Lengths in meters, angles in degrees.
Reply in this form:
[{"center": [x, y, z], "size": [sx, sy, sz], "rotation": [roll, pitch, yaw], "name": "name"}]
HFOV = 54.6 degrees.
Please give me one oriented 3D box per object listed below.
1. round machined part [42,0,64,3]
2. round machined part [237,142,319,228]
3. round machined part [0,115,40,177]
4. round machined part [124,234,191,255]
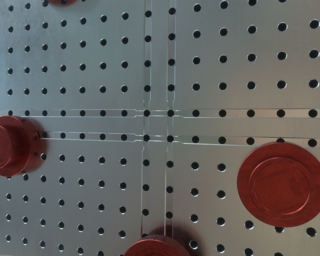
[{"center": [-0.169, -0.244, 0.464], "size": [0.098, 0.042, 0.097], "rotation": [0, 90, 20], "name": "round machined part"}, {"center": [0.138, 0.066, 0.355], "size": [0.098, 0.042, 0.097], "rotation": [0, 90, 20], "name": "round machined part"}, {"center": [-0.245, 0.029, 0.491], "size": [0.098, 0.042, 0.097], "rotation": [0, 90, 20], "name": "round machined part"}, {"center": [0.001, 0.187, 0.403], "size": [0.098, 0.042, 0.097], "rotation": [0, 89, 21], "name": "round machined part"}]
